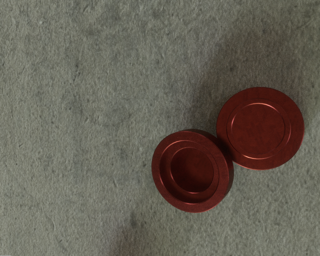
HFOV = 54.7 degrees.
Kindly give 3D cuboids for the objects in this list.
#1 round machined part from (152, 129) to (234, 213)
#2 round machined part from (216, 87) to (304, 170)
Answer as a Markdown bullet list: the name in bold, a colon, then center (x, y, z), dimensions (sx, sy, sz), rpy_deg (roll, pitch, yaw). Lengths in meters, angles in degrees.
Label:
- **round machined part**: center (0.042, 0.049, 0.377), dimensions (0.098, 0.042, 0.097), rpy_deg (5, 100, 29)
- **round machined part**: center (0.114, 0.001, 0.360), dimensions (0.098, 0.042, 0.097), rpy_deg (0, 90, 19)
